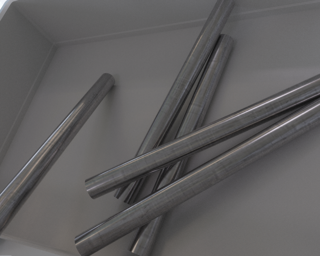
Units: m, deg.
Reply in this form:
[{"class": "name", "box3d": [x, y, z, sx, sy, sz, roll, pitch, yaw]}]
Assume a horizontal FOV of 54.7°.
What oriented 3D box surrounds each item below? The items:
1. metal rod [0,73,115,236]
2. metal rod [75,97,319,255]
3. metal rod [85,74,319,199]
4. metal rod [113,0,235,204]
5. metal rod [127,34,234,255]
[{"class": "metal rod", "box3d": [-0.122, 0.011, 0.385, 0.025, 0.025, 0.301, -9, 33, 24]}, {"class": "metal rod", "box3d": [0.048, 0.051, 0.327, 0.301, 0.025, 0.025, -30, 52, 0]}, {"class": "metal rod", "box3d": [0.057, 0.008, 0.346, 0.301, 0.025, 0.025, -25, 53, 3]}, {"class": "metal rod", "box3d": [0.023, -0.043, 0.402, 0.025, 0.025, 0.299, 20, 78, 35]}, {"class": "metal rod", "box3d": [0.034, 0.007, 0.383, 0.025, 0.025, 0.300, 11, 67, 33]}]
